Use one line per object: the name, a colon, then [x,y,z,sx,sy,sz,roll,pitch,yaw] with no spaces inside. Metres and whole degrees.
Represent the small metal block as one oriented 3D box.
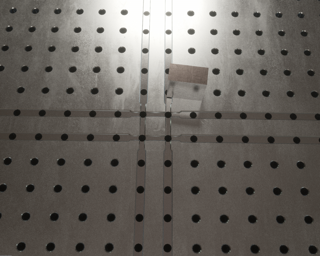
small metal block: [0.036,-0.061,0.421,0.050,0.050,0.025,7,70,2]
